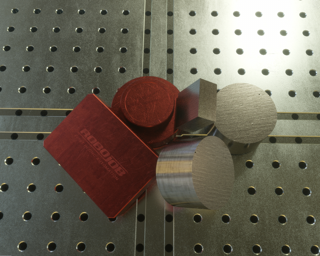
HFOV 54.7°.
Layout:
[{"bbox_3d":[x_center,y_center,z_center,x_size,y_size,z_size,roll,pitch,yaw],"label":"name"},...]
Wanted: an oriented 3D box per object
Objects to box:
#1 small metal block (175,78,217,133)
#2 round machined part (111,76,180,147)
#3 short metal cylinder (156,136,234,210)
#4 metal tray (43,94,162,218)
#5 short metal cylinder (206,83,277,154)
[{"bbox_3d":[0.045,-0.026,0.385,0.025,0.050,0.050,16,67,-24],"label":"small metal block"},{"bbox_3d":[-0.016,-0.026,0.408,0.099,0.042,0.098,0,70,0],"label":"round machined part"},{"bbox_3d":[0.042,0.051,0.354,0.050,0.080,0.080,-9,63,43],"label":"short metal cylinder"},{"bbox_3d":[-0.068,0.032,0.381,0.130,0.030,0.090,44,91,13],"label":"metal tray"},{"bbox_3d":[0.102,-0.011,0.400,0.081,0.050,0.080,0,70,0],"label":"short metal cylinder"}]
